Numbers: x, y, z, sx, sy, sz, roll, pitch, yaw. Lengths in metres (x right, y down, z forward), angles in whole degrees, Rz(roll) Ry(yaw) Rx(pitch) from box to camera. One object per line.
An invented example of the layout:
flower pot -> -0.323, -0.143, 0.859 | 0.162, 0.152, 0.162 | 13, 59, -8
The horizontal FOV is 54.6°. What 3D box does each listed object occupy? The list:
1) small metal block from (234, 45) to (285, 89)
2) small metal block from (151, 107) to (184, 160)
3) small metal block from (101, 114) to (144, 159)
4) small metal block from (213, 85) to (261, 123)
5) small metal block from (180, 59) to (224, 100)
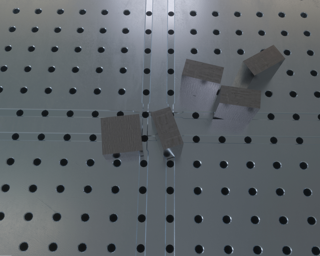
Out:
small metal block -> 0.137, -0.081, 0.429 | 0.050, 0.050, 0.025 | -29, 73, -10
small metal block -> 0.008, 0.008, 0.396 | 0.025, 0.050, 0.050 | -17, 71, -6
small metal block -> -0.049, 0.012, 0.407 | 0.050, 0.025, 0.050 | -6, 70, -2
small metal block -> 0.101, -0.031, 0.410 | 0.050, 0.050, 0.025 | 8, 71, 3
small metal block -> 0.056, -0.065, 0.423 | 0.050, 0.050, 0.025 | 14, 71, 5
